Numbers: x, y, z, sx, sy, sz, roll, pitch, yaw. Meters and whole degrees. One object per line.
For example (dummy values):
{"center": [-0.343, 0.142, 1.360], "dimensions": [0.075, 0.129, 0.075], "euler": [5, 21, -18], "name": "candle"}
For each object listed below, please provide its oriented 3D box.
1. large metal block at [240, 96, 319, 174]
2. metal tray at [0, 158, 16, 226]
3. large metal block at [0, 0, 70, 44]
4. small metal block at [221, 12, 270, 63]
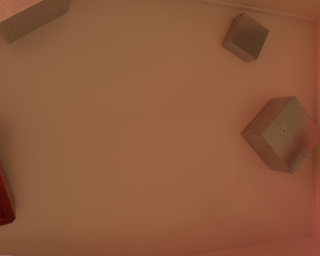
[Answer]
{"center": [0.184, 0.010, 0.467], "dimensions": [0.080, 0.050, 0.080], "euler": [-46, 105, -14], "name": "large metal block"}
{"center": [-0.202, 0.051, 0.298], "dimensions": [0.091, 0.030, 0.129], "euler": [-12, 127, -20], "name": "metal tray"}
{"center": [-0.144, -0.140, 0.328], "dimensions": [0.080, 0.080, 0.050], "euler": [-37, 102, -16], "name": "large metal block"}
{"center": [0.126, -0.133, 0.459], "dimensions": [0.050, 0.025, 0.050], "euler": [28, 81, -18], "name": "small metal block"}
